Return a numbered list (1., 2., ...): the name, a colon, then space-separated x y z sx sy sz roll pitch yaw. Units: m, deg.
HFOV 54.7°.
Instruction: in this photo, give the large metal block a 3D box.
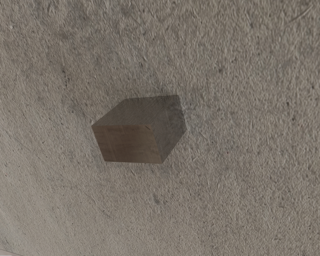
1. large metal block: -0.022 0.000 0.383 0.080 0.080 0.050 -1 118 28
